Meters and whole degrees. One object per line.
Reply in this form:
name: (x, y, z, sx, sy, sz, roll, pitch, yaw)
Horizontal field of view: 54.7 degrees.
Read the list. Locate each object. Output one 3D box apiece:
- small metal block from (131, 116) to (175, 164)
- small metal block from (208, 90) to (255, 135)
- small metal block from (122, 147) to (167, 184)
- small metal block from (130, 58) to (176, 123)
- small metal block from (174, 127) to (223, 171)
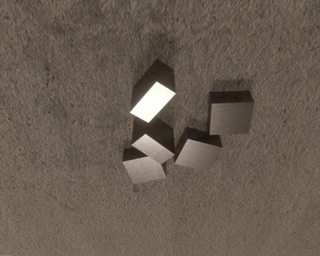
small metal block: (-0.008, 0.011, 0.400, 0.050, 0.050, 0.025, 37, 121, -27)
small metal block: (0.088, -0.019, 0.393, 0.050, 0.025, 0.050, -2, 130, 1)
small metal block: (-0.021, 0.052, 0.451, 0.050, 0.025, 0.050, -13, 129, 10)
small metal block: (-0.008, -0.043, 0.354, 0.025, 0.050, 0.050, 30, 124, -23)
small metal block: (0.052, 0.030, 0.434, 0.050, 0.025, 0.050, 14, 129, -13)
